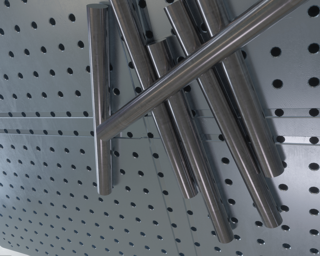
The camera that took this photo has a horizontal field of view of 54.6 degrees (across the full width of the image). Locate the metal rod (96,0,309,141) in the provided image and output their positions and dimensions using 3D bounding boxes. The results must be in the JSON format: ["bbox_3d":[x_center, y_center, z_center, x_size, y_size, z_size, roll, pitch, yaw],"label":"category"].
[{"bbox_3d":[0.023,-0.056,0.330,0.299,0.025,0.025,-32,100,38],"label":"metal rod"}]

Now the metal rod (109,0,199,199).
[{"bbox_3d":[-0.005,-0.037,0.391,0.025,0.025,0.299,-7,115,31],"label":"metal rod"}]

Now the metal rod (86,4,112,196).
[{"bbox_3d":[-0.083,-0.018,0.444,0.025,0.025,0.298,17,125,18],"label":"metal rod"}]

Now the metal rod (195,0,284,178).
[{"bbox_3d":[0.073,-0.076,0.325,0.025,0.025,0.299,-14,112,34],"label":"metal rod"}]

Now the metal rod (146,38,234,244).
[{"bbox_3d":[0.047,0.032,0.406,0.025,0.025,0.299,-8,115,32],"label":"metal rod"}]

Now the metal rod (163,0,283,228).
[{"bbox_3d":[0.082,-0.004,0.365,0.025,0.025,0.299,-16,110,34],"label":"metal rod"}]
